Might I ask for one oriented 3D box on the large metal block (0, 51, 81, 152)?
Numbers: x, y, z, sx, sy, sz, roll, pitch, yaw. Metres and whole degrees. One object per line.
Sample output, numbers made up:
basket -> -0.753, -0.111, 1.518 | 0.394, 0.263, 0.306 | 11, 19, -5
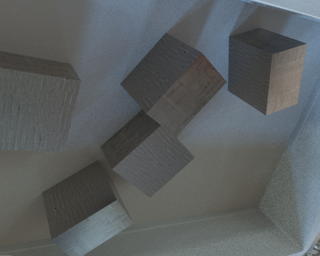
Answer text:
large metal block -> -0.132, -0.025, 0.305 | 0.081, 0.050, 0.079 | 5, 116, -31

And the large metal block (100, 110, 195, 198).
large metal block -> -0.015, 0.032, 0.404 | 0.080, 0.050, 0.080 | -42, 130, 1

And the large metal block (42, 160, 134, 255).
large metal block -> -0.091, 0.099, 0.384 | 0.080, 0.080, 0.050 | -31, 129, -9

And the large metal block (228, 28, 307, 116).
large metal block -> 0.133, -0.075, 0.399 | 0.050, 0.080, 0.079 | -20, 126, -17

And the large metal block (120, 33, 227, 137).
large metal block -> 0.012, -0.051, 0.348 | 0.080, 0.080, 0.050 | -48, 129, 5
